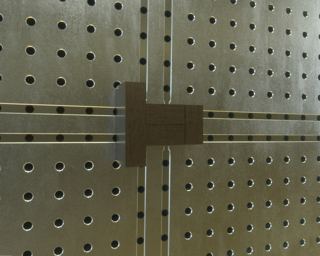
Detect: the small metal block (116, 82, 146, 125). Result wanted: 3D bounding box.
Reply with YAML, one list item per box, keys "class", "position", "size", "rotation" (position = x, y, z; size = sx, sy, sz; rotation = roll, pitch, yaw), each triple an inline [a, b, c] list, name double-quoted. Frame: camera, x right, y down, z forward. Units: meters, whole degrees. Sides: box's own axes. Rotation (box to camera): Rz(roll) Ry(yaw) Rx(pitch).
- class: "small metal block"
  position: [-0.037, -0.029, 0.386]
  size: [0.025, 0.050, 0.050]
  rotation: [0, 90, -20]

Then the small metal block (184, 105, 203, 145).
- class: "small metal block"
  position: [0.035, -0.004, 0.412]
  size: [0.025, 0.050, 0.050]
  rotation: [0, 90, -20]

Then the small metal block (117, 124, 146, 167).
- class: "small metal block"
  position: [-0.037, 0.021, 0.386]
  size: [0.025, 0.050, 0.050]
  rotation: [0, 90, -20]

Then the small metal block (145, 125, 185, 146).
- class: "small metal block"
  position: [-0.001, 0.008, 0.399]
  size: [0.050, 0.050, 0.025]
  rotation: [0, 90, -20]

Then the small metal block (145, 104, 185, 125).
- class: "small metal block"
  position: [-0.001, -0.017, 0.399]
  size: [0.050, 0.050, 0.025]
  rotation: [0, 90, -20]
